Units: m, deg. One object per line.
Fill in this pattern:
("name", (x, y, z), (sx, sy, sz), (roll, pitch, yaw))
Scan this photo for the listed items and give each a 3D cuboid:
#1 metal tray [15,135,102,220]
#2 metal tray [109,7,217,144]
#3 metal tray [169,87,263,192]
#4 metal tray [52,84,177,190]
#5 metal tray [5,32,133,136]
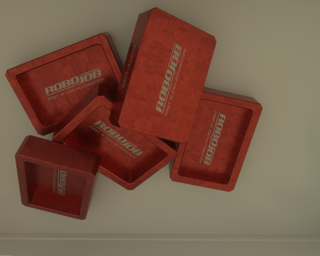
("metal tray", (-0.131, 0.070, 0.400), (0.091, 0.030, 0.129), (16, 138, -6))
("metal tray", (0.005, -0.055, 0.350), (0.091, 0.030, 0.129), (16, 91, -30))
("metal tray", (0.070, 0.016, 0.414), (0.091, 0.030, 0.129), (12, 110, -5))
("metal tray", (-0.053, 0.017, 0.389), (0.090, 0.030, 0.130), (-40, 121, 20))
("metal tray", (-0.108, -0.054, 0.385), (0.131, 0.030, 0.090), (-19, 109, 6))
